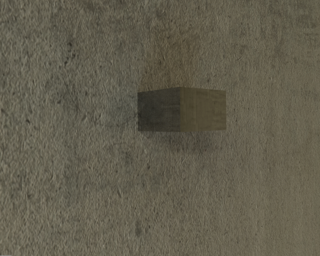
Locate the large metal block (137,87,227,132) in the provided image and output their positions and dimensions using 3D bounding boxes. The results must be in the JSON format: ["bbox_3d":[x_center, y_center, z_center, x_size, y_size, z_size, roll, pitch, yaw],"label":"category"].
[{"bbox_3d":[0.027,-0.022,0.395,0.081,0.080,0.050,-2,92,-40],"label":"large metal block"}]
